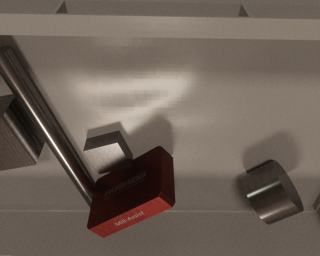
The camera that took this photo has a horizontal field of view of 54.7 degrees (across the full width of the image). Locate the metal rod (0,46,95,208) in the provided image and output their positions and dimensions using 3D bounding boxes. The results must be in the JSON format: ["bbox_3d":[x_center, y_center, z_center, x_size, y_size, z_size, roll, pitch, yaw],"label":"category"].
[{"bbox_3d":[-0.138,0.027,0.430,0.025,0.025,0.299,-11,130,9],"label":"metal rod"}]

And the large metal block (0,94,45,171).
[{"bbox_3d":[-0.208,0.009,0.397,0.080,0.050,0.080,-10,130,8],"label":"large metal block"}]

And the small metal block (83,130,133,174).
[{"bbox_3d":[-0.072,0.035,0.438,0.050,0.025,0.050,-14,129,11],"label":"small metal block"}]

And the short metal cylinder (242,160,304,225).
[{"bbox_3d":[0.166,0.094,0.456,0.050,0.080,0.080,-33,123,24],"label":"short metal cylinder"}]

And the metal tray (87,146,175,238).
[{"bbox_3d":[-0.041,0.091,0.443,0.130,0.090,0.030,-30,124,22],"label":"metal tray"}]
